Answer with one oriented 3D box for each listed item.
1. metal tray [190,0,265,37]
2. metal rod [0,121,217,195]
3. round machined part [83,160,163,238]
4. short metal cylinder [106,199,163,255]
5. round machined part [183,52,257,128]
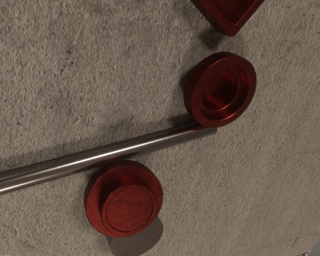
[{"bbox_3d":[0.092,-0.181,0.343,0.090,0.030,0.130,34,99,-39],"label":"metal tray"},{"bbox_3d":[-0.061,0.032,0.394,0.302,0.025,0.025,-14,125,-21],"label":"metal rod"},{"bbox_3d":[-0.042,0.093,0.383,0.099,0.042,0.097,-5,105,-19],"label":"round machined part"},{"bbox_3d":[-0.042,0.144,0.459,0.081,0.050,0.079,-14,125,-21],"label":"short metal cylinder"},{"bbox_3d":[0.074,-0.053,0.405,0.099,0.042,0.097,-14,125,-21],"label":"round machined part"}]
